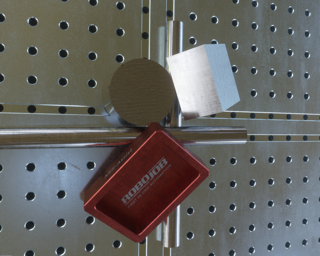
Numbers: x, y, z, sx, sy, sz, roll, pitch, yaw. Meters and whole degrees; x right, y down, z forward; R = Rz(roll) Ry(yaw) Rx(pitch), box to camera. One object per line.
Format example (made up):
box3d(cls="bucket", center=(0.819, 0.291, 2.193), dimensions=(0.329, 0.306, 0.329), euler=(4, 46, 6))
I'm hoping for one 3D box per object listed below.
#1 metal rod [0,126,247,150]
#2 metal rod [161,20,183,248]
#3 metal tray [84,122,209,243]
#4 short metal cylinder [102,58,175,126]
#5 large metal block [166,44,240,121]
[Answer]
box3d(cls="metal rod", center=(-0.036, 0.011, 0.382), dimensions=(0.302, 0.025, 0.025), euler=(0, 90, -13))
box3d(cls="metal rod", center=(0.017, 0.008, 0.419), dimensions=(0.025, 0.025, 0.298), euler=(1, 90, -20))
box3d(cls="metal tray", center=(-0.017, 0.068, 0.376), dimensions=(0.090, 0.030, 0.130), euler=(41, 98, -22))
box3d(cls="short metal cylinder", center=(-0.028, -0.042, 0.388), dimensions=(0.081, 0.050, 0.079), euler=(0, 90, -20))
box3d(cls="large metal block", center=(0.059, -0.061, 0.400), dimensions=(0.080, 0.050, 0.080), euler=(-27, 102, -58))
